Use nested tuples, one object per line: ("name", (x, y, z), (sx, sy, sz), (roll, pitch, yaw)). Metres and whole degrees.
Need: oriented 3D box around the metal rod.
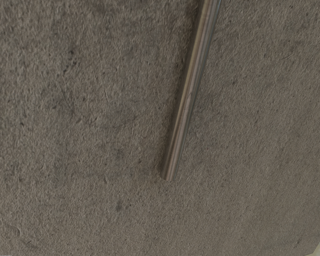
("metal rod", (0.039, -0.061, 0.389), (0.025, 0.025, 0.298), (-3, 120, -27))
